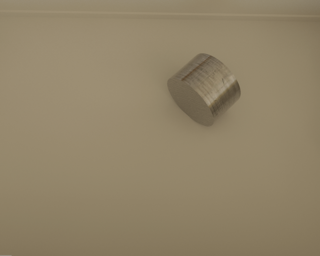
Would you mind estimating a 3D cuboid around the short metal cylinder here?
[{"bbox_3d":[0.056,-0.048,0.399,0.050,0.080,0.080,-43,76,-14],"label":"short metal cylinder"}]
